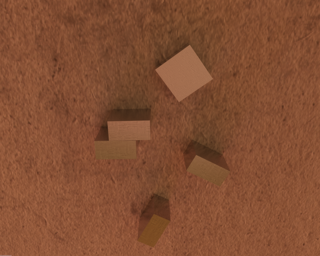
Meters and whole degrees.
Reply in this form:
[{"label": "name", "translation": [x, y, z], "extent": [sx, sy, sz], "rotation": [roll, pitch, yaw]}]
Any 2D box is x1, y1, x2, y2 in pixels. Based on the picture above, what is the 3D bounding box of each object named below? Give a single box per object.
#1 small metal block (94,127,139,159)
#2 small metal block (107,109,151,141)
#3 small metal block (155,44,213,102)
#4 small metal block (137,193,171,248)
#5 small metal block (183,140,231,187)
[{"label": "small metal block", "translation": [-0.054, 0.018, 0.402], "extent": [0.050, 0.050, 0.025], "rotation": [-1, 111, 0]}, {"label": "small metal block", "translation": [-0.037, -0.005, 0.394], "extent": [0.050, 0.050, 0.025], "rotation": [-1, 110, 0]}, {"label": "small metal block", "translation": [0.029, -0.069, 0.385], "extent": [0.050, 0.025, 0.050], "rotation": [-34, 107, 11]}, {"label": "small metal block", "translation": [-0.009, 0.132, 0.445], "extent": [0.025, 0.050, 0.050], "rotation": [26, 108, -10]}, {"label": "small metal block", "translation": [0.061, 0.046, 0.414], "extent": [0.050, 0.050, 0.025], "rotation": [26, 108, -10]}]
